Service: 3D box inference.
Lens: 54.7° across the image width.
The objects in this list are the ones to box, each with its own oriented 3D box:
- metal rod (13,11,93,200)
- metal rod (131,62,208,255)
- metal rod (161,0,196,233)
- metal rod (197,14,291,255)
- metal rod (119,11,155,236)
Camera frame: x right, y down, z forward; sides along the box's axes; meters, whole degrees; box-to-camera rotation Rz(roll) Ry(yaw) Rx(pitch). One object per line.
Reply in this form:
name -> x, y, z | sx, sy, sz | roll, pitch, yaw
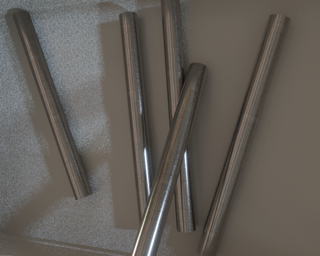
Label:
metal rod -> -0.163, -0.038, 0.466 | 0.025, 0.025, 0.299 | -24, 82, 18
metal rod -> 0.006, 0.057, 0.342 | 0.025, 0.025, 0.299 | 10, 68, 19
metal rod -> 0.024, -0.018, 0.401 | 0.025, 0.025, 0.298 | -4, 89, 19
metal rod -> 0.099, 0.015, 0.375 | 0.025, 0.025, 0.298 | 18, 96, 19
metal rod -> -0.029, -0.006, 0.419 | 0.025, 0.025, 0.298 | -6, 88, 19
